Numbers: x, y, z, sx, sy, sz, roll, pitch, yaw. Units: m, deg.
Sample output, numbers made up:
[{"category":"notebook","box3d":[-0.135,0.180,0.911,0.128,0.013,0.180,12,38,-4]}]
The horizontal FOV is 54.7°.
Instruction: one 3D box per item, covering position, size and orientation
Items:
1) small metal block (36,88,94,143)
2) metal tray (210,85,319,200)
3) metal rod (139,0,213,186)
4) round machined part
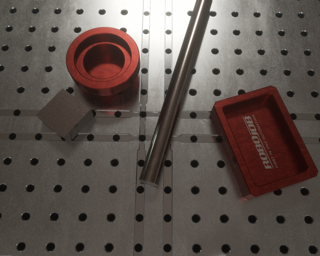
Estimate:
[{"category":"small metal block","box3d":[-0.126,-0.017,0.416,0.050,0.025,0.050,36,74,12]},{"category":"metal tray","box3d":[0.131,0.017,0.404,0.091,0.030,0.130,-17,71,-7]},{"category":"metal rod","box3d":[0.028,-0.066,0.436,0.025,0.025,0.299,16,71,5]},{"category":"round machined part","box3d":[-0.077,-0.089,0.434,0.099,0.042,0.098,0,70,-1]}]
